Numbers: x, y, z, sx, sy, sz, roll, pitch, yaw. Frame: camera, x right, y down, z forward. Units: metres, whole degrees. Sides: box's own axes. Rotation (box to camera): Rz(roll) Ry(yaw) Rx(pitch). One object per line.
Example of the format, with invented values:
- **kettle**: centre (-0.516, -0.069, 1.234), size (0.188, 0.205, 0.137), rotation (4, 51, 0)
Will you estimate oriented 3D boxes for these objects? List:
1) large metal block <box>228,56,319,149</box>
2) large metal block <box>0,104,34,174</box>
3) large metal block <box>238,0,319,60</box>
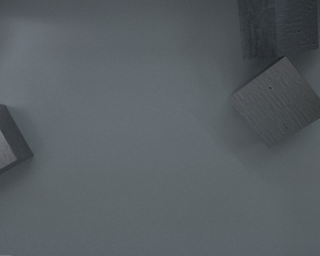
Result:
- **large metal block**: centre (0.145, -0.034, 0.385), size (0.080, 0.050, 0.080), rotation (-38, 91, 26)
- **large metal block**: centre (-0.227, 0.023, 0.397), size (0.080, 0.050, 0.080), rotation (-29, 90, 0)
- **large metal block**: centre (0.144, -0.129, 0.374), size (0.081, 0.050, 0.079), rotation (-17, 105, -31)
